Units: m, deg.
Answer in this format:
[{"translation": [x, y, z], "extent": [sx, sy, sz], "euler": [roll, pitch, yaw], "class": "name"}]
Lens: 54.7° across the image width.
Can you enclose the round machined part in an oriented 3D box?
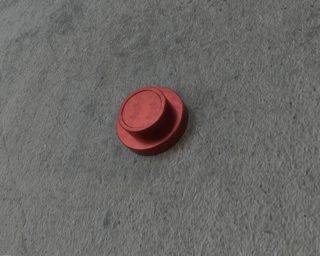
[{"translation": [-0.016, -0.015, 0.410], "extent": [0.098, 0.042, 0.098], "euler": [-13, 56, 20], "class": "round machined part"}]
